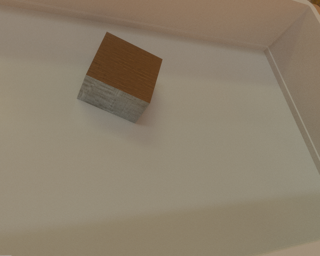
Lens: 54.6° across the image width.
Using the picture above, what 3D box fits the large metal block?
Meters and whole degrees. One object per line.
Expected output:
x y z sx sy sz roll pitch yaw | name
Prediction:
-0.050 -0.064 0.401 0.080 0.050 0.080 24 53 -14 | large metal block
